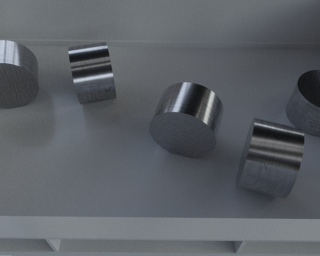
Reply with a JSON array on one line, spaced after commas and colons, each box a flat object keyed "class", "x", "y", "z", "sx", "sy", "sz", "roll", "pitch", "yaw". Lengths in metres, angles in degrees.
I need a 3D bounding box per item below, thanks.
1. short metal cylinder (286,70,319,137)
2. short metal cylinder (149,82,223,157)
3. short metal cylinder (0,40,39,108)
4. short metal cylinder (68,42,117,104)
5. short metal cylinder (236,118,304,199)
[{"class": "short metal cylinder", "x": 0.220, "y": -0.034, "z": 0.420, "sx": 0.081, "sy": 0.050, "sz": 0.080, "roll": 0, "pitch": 50, "yaw": 0}, {"class": "short metal cylinder", "x": 0.033, "y": -0.009, "z": 0.377, "sx": 0.080, "sy": 0.080, "sz": 0.050, "roll": 13, "pitch": 51, "yaw": 10}, {"class": "short metal cylinder", "x": -0.211, "y": -0.073, "z": 0.428, "sx": 0.081, "sy": 0.080, "sz": 0.050, "roll": -11, "pitch": 51, "yaw": -10}, {"class": "short metal cylinder", "x": -0.093, "y": -0.076, "z": 0.432, "sx": 0.050, "sy": 0.080, "sz": 0.080, "roll": -11, "pitch": 51, "yaw": -9}, {"class": "short metal cylinder", "x": 0.120, "y": 0.033, "z": 0.343, "sx": 0.050, "sy": 0.080, "sz": 0.080, "roll": 15, "pitch": 52, "yaw": 11}]
